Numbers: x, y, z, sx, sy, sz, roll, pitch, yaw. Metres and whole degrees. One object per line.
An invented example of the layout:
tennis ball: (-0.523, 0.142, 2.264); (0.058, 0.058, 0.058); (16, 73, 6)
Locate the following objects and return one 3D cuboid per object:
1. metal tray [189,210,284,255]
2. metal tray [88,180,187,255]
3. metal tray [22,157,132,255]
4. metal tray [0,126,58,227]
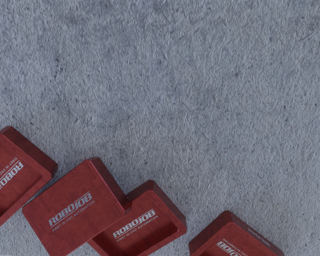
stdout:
metal tray: (0.121, 0.198, 0.480); (0.130, 0.030, 0.090); (39, 105, -13)
metal tray: (-0.037, 0.147, 0.460); (0.130, 0.030, 0.090); (-35, 107, 12)
metal tray: (-0.116, 0.112, 0.430); (0.130, 0.030, 0.090); (-37, 84, 12)
metal tray: (-0.220, 0.071, 0.431); (0.130, 0.030, 0.090); (-42, 105, 13)
